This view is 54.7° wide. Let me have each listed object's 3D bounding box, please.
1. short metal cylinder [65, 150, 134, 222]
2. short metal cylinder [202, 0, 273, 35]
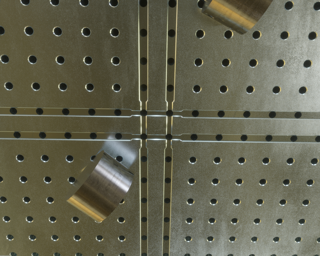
[{"bbox_3d":[-0.080,0.076,0.411,0.050,0.080,0.080,39,105,-13],"label":"short metal cylinder"},{"bbox_3d":[0.087,-0.148,0.330,0.050,0.080,0.080,26,108,-9],"label":"short metal cylinder"}]
